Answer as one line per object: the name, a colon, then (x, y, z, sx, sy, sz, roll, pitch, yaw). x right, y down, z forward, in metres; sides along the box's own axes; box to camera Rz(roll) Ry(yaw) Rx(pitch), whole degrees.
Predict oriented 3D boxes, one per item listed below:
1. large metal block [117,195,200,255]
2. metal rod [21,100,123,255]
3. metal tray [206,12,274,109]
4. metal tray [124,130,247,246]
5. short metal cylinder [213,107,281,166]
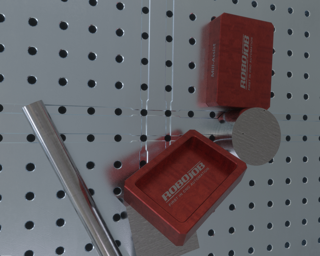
large metal block: (-0.003, 0.121, 0.399, 0.081, 0.050, 0.080, -13, 95, -20)
metal rod: (-0.087, 0.107, 0.381, 0.025, 0.025, 0.299, -28, 99, -18)
metal tray: (0.118, -0.093, 0.454, 0.091, 0.030, 0.129, 4, 89, -20)
metal tray: (0.032, 0.064, 0.374, 0.090, 0.030, 0.131, 35, 51, 25)
short metal cylinder: (0.124, 0.011, 0.445, 0.081, 0.050, 0.079, 0, 90, -20)
